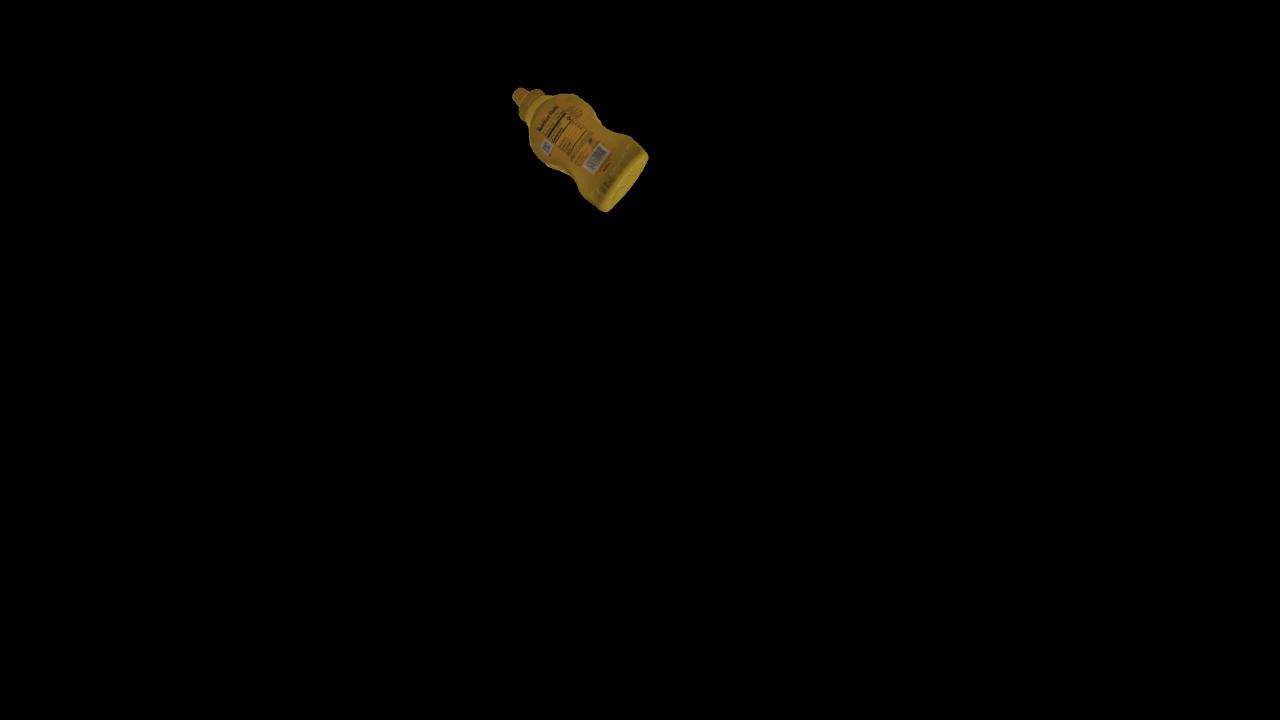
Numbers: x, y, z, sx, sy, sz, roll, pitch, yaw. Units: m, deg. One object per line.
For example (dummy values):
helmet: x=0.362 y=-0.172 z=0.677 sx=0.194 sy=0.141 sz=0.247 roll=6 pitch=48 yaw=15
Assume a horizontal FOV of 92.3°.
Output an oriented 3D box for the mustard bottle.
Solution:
mustard bottle: x=-0.085 y=-0.272 z=0.751 sx=0.184 sy=0.092 sz=0.054 roll=41 pitch=16 yaw=7
